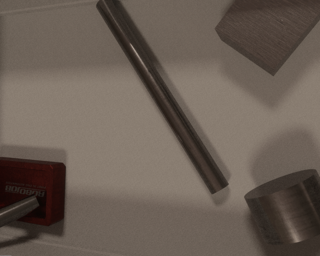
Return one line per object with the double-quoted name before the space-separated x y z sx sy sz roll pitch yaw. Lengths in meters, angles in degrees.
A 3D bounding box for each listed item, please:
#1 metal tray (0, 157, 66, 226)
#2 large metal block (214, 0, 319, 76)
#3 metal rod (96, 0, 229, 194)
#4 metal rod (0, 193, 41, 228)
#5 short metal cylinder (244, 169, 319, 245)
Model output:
"metal tray" -0.212 0.095 0.480 0.130 0.030 0.089 3 91 19
"large metal block" 0.123 -0.118 0.354 0.080 0.050 0.080 40 102 15
"metal rod" -0.002 -0.050 0.410 0.025 0.025 0.299 -34 79 16
"metal rod" -0.308 0.163 0.397 0.302 0.025 0.025 -24 79 -26
"short metal cylinder" 0.139 0.083 0.332 0.080 0.080 0.050 -26 82 18
